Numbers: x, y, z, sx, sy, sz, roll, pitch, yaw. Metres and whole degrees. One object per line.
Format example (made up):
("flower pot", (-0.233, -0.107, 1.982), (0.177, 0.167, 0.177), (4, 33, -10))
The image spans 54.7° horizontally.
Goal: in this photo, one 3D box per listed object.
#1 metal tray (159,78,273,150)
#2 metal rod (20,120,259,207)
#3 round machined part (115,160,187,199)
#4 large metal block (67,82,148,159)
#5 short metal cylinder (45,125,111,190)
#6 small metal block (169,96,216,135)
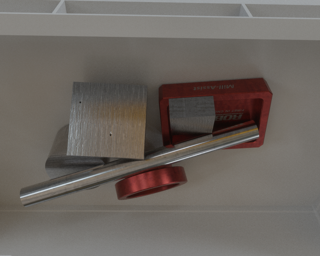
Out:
("metal tray", (0.067, -0.014, 0.392), (0.131, 0.030, 0.089), (-4, 130, 2))
("metal rod", (-0.024, 0.044, 0.390), (0.302, 0.025, 0.025), (-16, 129, -1))
("round machined part", (-0.015, 0.067, 0.432), (0.099, 0.042, 0.098), (-14, 164, -4))
("large metal block", (-0.056, -0.006, 0.355), (0.081, 0.080, 0.050), (3, 172, -2))
("short metal cylinder", (-0.108, 0.040, 0.422), (0.081, 0.050, 0.079), (0, 130, 0))
("small metal block", (0.037, -0.014, 0.368), (0.050, 0.025, 0.050), (-3, 156, 3))
